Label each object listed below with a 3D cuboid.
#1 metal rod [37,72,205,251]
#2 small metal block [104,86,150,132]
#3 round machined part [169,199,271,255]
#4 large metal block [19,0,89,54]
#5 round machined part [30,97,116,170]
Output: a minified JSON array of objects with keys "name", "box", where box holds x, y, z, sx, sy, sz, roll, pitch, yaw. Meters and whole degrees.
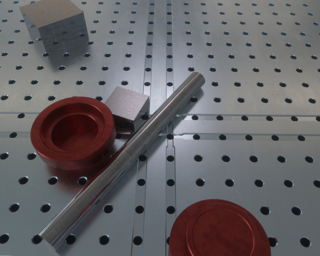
[{"name":"metal rod","box":[-0.028,0.020,0.390,0.025,0.025,0.301,28,55,21]},{"name":"small metal block","box":[-0.048,-0.027,0.429,0.050,0.025,0.050,18,52,14]},{"name":"round machined part","box":[0.058,0.113,0.302,0.099,0.042,0.098,0,50,0]},{"name":"large metal block","box":[-0.185,-0.185,0.546,0.081,0.050,0.080,-30,56,-23]},{"name":"round machined part","box":[-0.104,0.010,0.385,0.099,0.042,0.098,0,52,1]}]
